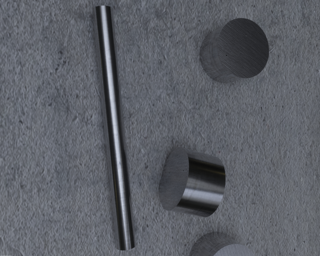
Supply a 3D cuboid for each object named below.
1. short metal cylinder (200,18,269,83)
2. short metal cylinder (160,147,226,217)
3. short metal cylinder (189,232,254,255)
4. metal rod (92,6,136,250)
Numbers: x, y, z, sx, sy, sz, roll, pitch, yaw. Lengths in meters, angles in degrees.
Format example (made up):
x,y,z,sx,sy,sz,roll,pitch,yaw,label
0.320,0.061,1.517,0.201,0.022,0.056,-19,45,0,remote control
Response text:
x,y,z,sx,sy,sz,roll,pitch,yaw,label
0.103,-0.106,0.434,0.081,0.050,0.080,0,90,-20,short metal cylinder
0.039,0.069,0.395,0.050,0.080,0.080,16,85,-20,short metal cylinder
0.086,0.192,0.428,0.081,0.050,0.080,0,90,-20,short metal cylinder
-0.057,0.002,0.388,0.025,0.025,0.298,-6,92,-20,metal rod
